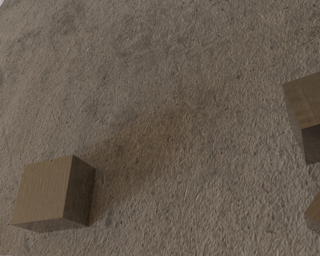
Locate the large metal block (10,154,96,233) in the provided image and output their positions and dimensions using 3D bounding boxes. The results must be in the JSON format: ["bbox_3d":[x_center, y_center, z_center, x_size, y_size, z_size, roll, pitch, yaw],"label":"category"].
[{"bbox_3d":[-0.137,0.088,0.406,0.080,0.050,0.080,-13,56,21],"label":"large metal block"}]

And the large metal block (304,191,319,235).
[{"bbox_3d":[0.179,0.068,0.252,0.080,0.050,0.080,33,80,38],"label":"large metal block"}]

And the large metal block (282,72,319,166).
[{"bbox_3d":[0.167,-0.013,0.289,0.080,0.080,0.050,-19,55,17],"label":"large metal block"}]
